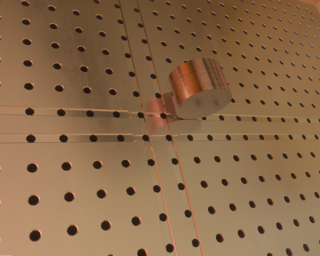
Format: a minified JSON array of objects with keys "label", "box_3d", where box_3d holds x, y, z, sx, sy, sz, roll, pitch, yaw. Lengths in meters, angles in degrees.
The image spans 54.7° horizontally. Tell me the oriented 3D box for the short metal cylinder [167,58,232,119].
[{"label":"short metal cylinder","box_3d":[0.055,-0.053,0.437,0.081,0.080,0.050,-1,62,-29]}]
